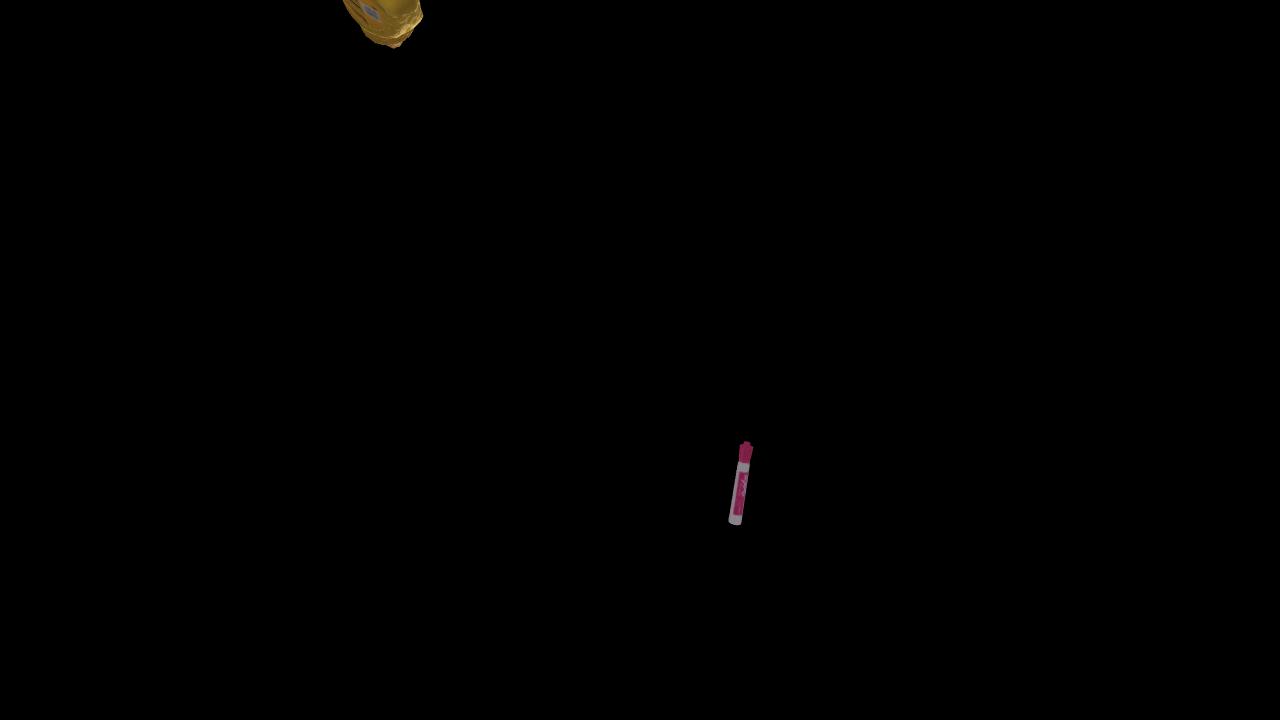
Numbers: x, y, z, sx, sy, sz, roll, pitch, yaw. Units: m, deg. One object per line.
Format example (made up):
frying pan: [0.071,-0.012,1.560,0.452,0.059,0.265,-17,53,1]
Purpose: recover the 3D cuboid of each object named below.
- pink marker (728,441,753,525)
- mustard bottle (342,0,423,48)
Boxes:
pink marker: [0.143,0.174,0.872,0.020,0.121,0.020,7,10,-1]
mustard bottle: [-0.196,-0.283,0.436,0.092,0.054,0.184,44,-11,-3]
